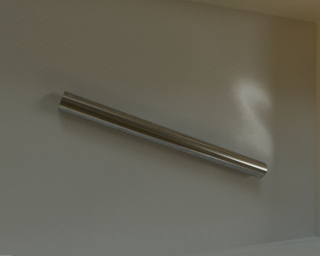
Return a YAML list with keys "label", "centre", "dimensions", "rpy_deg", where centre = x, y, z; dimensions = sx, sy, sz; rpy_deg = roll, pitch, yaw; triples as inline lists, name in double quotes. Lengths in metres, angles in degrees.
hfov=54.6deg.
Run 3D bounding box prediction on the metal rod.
- label: "metal rod"
  centre: [0.017, 0.016, 0.415]
  dimensions: [0.302, 0.025, 0.025]
  rpy_deg: [20, 84, -19]
